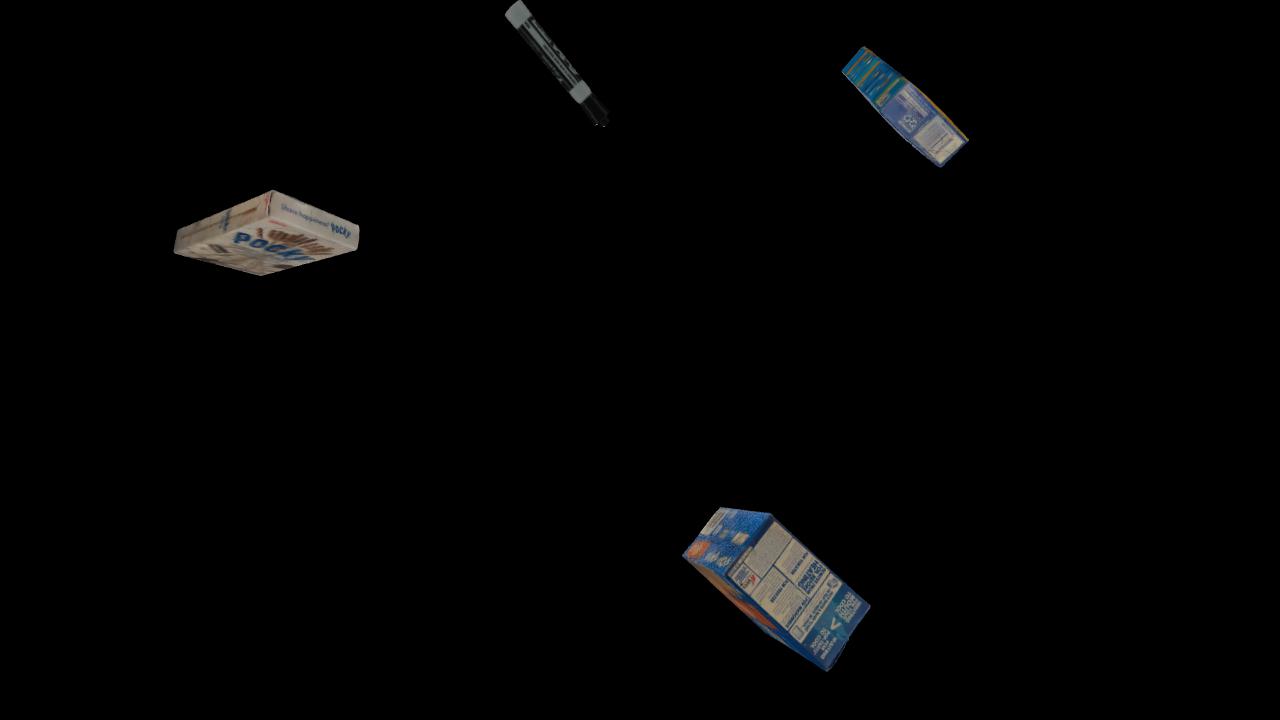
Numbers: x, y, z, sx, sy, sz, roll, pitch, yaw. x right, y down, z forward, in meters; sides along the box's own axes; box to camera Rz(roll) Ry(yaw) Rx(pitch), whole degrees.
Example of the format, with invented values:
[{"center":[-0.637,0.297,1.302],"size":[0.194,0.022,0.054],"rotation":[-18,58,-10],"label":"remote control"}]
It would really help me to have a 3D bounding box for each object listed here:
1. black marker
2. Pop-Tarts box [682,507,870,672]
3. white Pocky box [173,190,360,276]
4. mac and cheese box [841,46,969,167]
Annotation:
[{"center":[-0.069,-0.257,0.540],"size":[0.121,0.020,0.020],"rotation":[46,-21,-21],"label":"black marker"},{"center":[0.140,0.242,0.681],"size":[0.141,0.083,0.167],"rotation":[42,-15,0],"label":"Pop-Tarts box"},{"center":[-0.342,-0.111,0.563],"size":[0.154,0.028,0.084],"rotation":[-7,-13,29],"label":"white Pocky box"},{"center":[0.278,-0.277,0.661],"size":[0.093,0.041,0.184],"rotation":[31,33,-18],"label":"mac and cheese box"}]
